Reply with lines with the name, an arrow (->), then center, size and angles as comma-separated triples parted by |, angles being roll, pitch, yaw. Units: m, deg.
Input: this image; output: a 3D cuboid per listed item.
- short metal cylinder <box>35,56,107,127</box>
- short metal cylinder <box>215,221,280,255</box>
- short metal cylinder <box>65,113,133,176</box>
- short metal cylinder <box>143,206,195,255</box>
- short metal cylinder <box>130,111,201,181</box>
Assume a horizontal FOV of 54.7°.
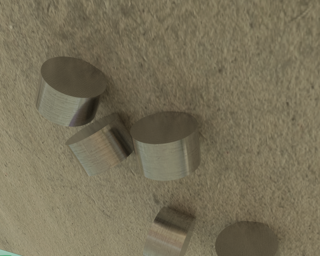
short metal cylinder -> -0.115, -0.048, 0.401 | 0.080, 0.080, 0.050 | 34, 129, 5
short metal cylinder -> 0.119, 0.172, 0.415 | 0.080, 0.080, 0.050 | -4, 117, 29
short metal cylinder -> -0.081, 0.022, 0.425 | 0.080, 0.080, 0.050 | -17, 109, 34
short metal cylinder -> 0.016, 0.165, 0.464 | 0.050, 0.080, 0.079 | 18, 126, 17
short metal cylinder -> 0.008, 0.020, 0.378 | 0.080, 0.080, 0.050 | 5, 121, 25
